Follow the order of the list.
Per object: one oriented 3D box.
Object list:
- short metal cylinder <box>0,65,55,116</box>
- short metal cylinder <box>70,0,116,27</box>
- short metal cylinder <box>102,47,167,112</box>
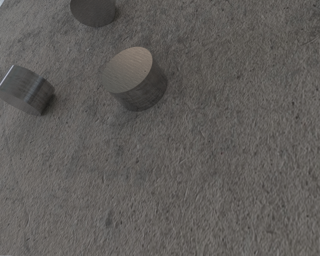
[{"bbox_3d":[-0.229,-0.062,0.527,0.080,0.080,0.050,11,67,32],"label":"short metal cylinder"},{"bbox_3d":[-0.123,-0.237,0.579,0.080,0.080,0.050,-14,56,20],"label":"short metal cylinder"},{"bbox_3d":[-0.036,-0.070,0.450,0.080,0.050,0.080,-13,56,21],"label":"short metal cylinder"}]
